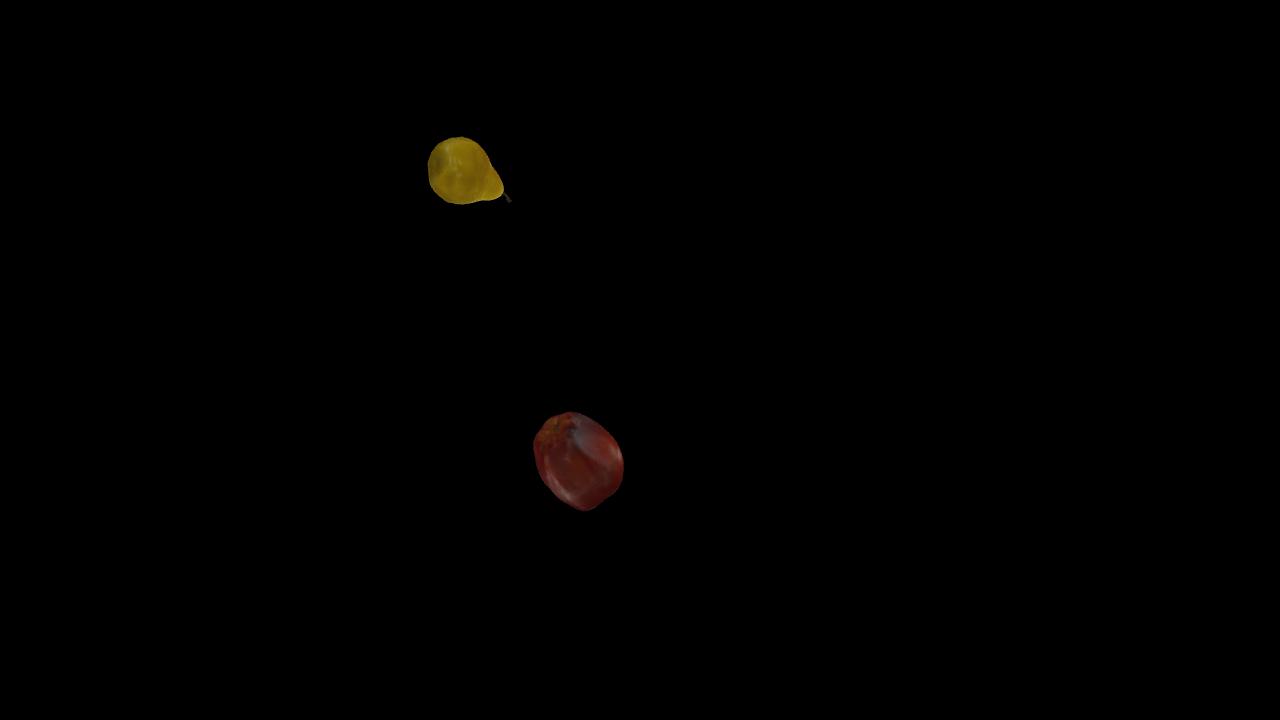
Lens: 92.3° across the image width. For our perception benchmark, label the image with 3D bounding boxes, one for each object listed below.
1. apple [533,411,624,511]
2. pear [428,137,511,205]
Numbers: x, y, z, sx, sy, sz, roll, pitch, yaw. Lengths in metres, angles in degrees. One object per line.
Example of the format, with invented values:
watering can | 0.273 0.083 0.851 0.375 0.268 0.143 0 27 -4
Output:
apple | -0.056 0.091 0.564 0.079 0.093 0.079 -24 34 17
pear | -0.203 -0.229 0.763 0.080 0.080 0.111 0 0 40
